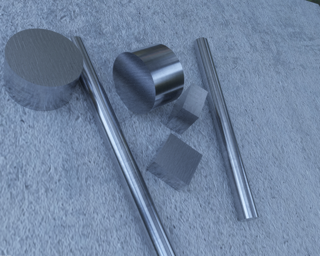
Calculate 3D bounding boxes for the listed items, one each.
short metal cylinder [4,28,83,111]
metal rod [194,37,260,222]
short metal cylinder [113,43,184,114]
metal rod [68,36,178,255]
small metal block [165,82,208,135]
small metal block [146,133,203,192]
[{"bbox_3d":[-0.134,-0.066,0.356,0.081,0.050,0.080,14,56,-21],"label":"short metal cylinder"},{"bbox_3d":[0.092,-0.015,0.462,0.025,0.025,0.299,5,60,-26],"label":"metal rod"},{"bbox_3d":[-0.016,-0.064,0.399,0.050,0.080,0.080,-28,77,-37],"label":"short metal cylinder"},{"bbox_3d":[-0.052,0.015,0.365,0.025,0.025,0.299,-14,69,-34],"label":"metal rod"},{"bbox_3d":[0.036,-0.026,0.423,0.025,0.050,0.050,31,52,-9],"label":"small metal block"},{"bbox_3d":[0.019,0.043,0.388,0.050,0.025,0.050,36,51,-5],"label":"small metal block"}]
